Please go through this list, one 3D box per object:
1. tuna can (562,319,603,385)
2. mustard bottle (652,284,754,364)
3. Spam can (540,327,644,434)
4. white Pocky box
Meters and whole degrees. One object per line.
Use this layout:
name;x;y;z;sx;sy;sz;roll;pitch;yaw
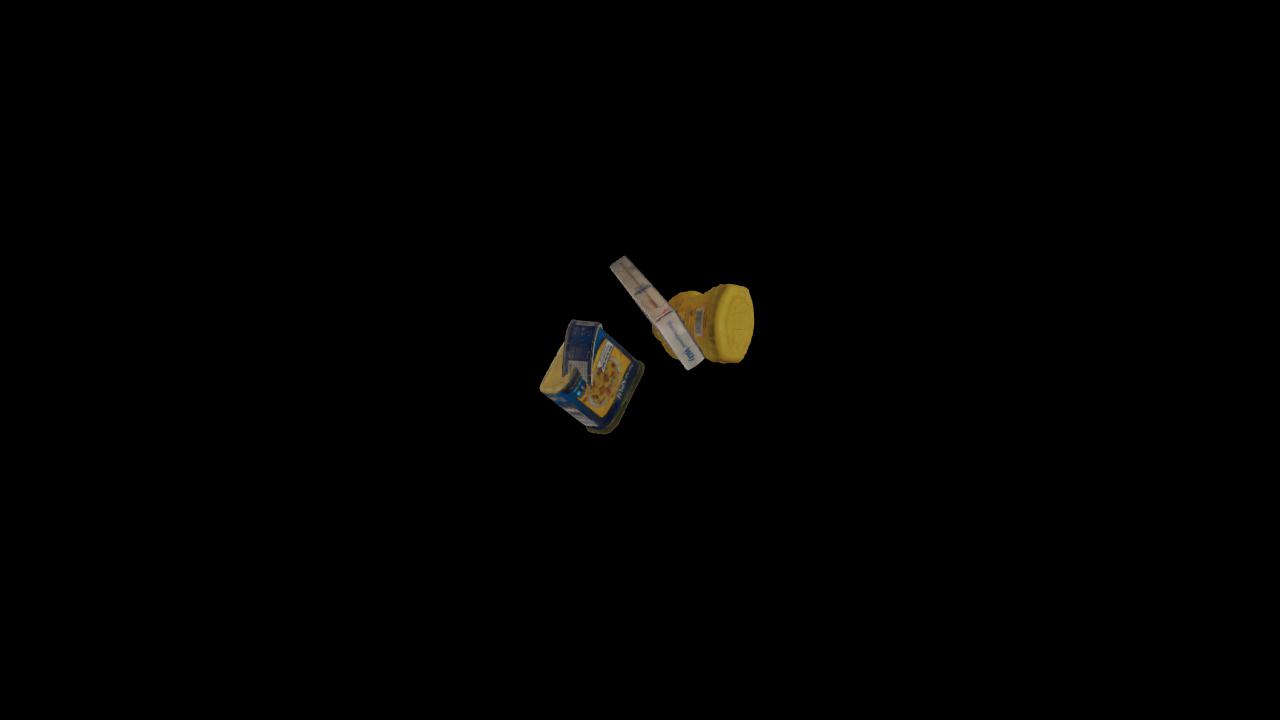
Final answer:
tuna can;-0.063;-0.003;0.697;0.034;0.084;0.084;5;0;5
mustard bottle;0.066;-0.043;0.768;0.054;0.092;0.184;0;1;-28
Spam can;-0.054;0.020;0.704;0.058;0.101;0.085;-3;-37;47
white Pocky box;0.018;-0.059;0.714;0.028;0.084;0.154;-36;38;2
